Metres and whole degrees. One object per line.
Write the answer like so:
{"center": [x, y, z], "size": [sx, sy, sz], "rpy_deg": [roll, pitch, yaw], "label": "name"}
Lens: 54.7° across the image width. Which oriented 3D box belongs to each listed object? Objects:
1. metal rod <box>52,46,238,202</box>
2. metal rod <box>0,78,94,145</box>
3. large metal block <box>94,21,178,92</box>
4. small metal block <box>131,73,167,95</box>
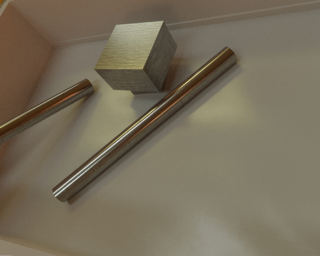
{"center": [-0.021, -0.004, 0.417], "size": [0.300, 0.025, 0.025], "rpy_deg": [-39, 51, 1], "label": "metal rod"}
{"center": [-0.228, 0.009, 0.447], "size": [0.302, 0.025, 0.025], "rpy_deg": [-35, 48, -25], "label": "metal rod"}
{"center": [-0.032, -0.099, 0.434], "size": [0.080, 0.050, 0.080], "rpy_deg": [7, 65, 31], "label": "large metal block"}
{"center": [-0.018, -0.079, 0.462], "size": [0.050, 0.025, 0.050], "rpy_deg": [-2, 61, 27], "label": "small metal block"}
